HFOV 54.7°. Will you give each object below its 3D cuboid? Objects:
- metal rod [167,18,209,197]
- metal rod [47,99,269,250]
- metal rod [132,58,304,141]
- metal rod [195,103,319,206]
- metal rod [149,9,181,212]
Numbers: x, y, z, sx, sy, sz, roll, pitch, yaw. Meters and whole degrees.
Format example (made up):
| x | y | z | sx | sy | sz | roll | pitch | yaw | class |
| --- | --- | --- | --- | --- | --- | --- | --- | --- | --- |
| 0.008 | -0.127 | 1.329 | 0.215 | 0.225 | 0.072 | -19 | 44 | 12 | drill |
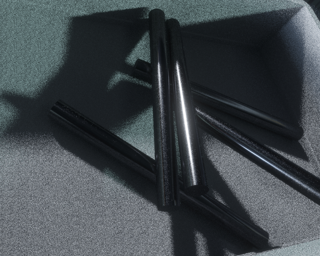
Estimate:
| x | y | z | sx | sy | sz | roll | pitch | yaw | class |
| --- | --- | --- | --- | --- | --- | --- | --- | --- | --- |
| 0.028 | -0.052 | 0.407 | 0.025 | 0.025 | 0.300 | 14 | 47 | -21 | metal rod |
| 0.004 | 0.060 | 0.372 | 0.301 | 0.025 | 0.025 | 33 | 51 | -7 | metal rod |
| 0.100 | -0.039 | 0.485 | 0.302 | 0.025 | 0.025 | 20 | 54 | -17 | metal rod |
| 0.110 | 0.025 | 0.373 | 0.300 | 0.025 | 0.025 | 35 | 46 | 27 | metal rod |
| 0.002 | -0.044 | 0.401 | 0.025 | 0.025 | 0.299 | 11 | 57 | -23 | metal rod |
